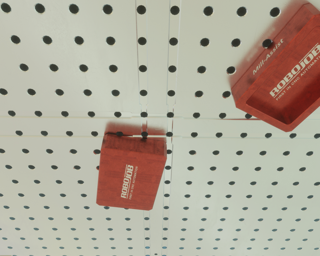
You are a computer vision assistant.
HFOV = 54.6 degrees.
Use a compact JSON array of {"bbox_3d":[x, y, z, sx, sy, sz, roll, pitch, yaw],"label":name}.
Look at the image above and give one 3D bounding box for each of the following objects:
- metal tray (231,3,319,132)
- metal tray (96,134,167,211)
[{"bbox_3d":[0.158,-0.061,0.357,0.090,0.030,0.129,23,126,-19],"label":"metal tray"},{"bbox_3d":[-0.046,0.071,0.468,0.091,0.030,0.129,8,130,-7],"label":"metal tray"}]
